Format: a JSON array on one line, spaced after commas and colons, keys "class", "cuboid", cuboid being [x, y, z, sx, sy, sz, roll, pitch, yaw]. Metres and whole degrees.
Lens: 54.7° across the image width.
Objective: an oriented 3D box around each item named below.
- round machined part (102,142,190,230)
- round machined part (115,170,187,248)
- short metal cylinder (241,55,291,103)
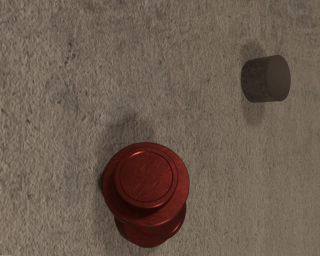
[{"class": "round machined part", "cuboid": [-0.016, 0.060, 0.347, 0.099, 0.042, 0.098, 2, 63, -3]}, {"class": "round machined part", "cuboid": [-0.005, 0.102, 0.392, 0.099, 0.042, 0.097, 0, 90, -40]}, {"class": "short metal cylinder", "cuboid": [0.189, -0.086, 0.550, 0.081, 0.050, 0.079, 0, 90, -40]}]
